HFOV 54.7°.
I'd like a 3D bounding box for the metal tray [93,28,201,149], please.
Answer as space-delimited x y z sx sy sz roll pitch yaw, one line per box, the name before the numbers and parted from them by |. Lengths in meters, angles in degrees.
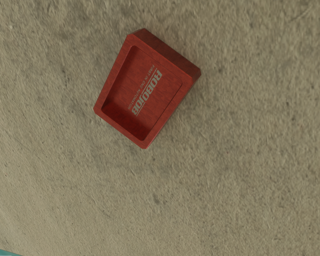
metal tray | -0.021 -0.044 0.385 0.090 0.030 0.129 37 129 2
